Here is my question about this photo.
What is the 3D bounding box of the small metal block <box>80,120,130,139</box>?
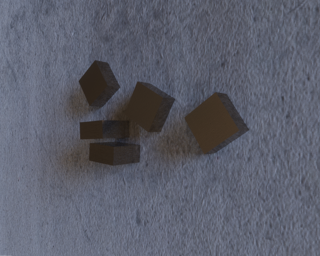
[{"bbox_3d":[-0.081,0.003,0.453,0.050,0.050,0.025,-4,88,39],"label":"small metal block"}]

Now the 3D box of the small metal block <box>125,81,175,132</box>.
[{"bbox_3d":[-0.014,-0.028,0.415,0.050,0.025,0.050,36,112,34],"label":"small metal block"}]

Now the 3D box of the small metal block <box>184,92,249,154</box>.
[{"bbox_3d":[0.063,-0.005,0.352,0.050,0.025,0.050,-40,66,32],"label":"small metal block"}]

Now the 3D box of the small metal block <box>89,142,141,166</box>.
[{"bbox_3d":[-0.064,0.035,0.439,0.050,0.050,0.025,5,93,39],"label":"small metal block"}]

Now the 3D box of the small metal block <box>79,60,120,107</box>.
[{"bbox_3d":[-0.095,-0.068,0.481,0.050,0.025,0.050,-41,65,32],"label":"small metal block"}]
